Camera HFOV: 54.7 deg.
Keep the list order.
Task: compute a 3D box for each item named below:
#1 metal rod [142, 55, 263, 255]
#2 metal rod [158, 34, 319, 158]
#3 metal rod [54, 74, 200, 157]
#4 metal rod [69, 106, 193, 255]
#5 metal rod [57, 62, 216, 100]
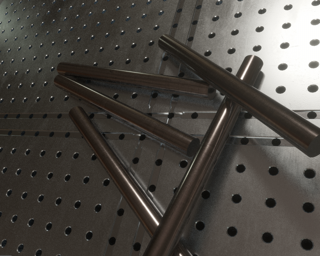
[{"bbox_3d":[0.049,0.035,0.340,0.025,0.025,0.300,15,63,34],"label":"metal rod"},{"bbox_3d":[0.070,-0.060,0.371,0.025,0.025,0.300,-40,40,1],"label":"metal rod"},{"bbox_3d":[-0.068,-0.030,0.460,0.300,0.025,0.025,26,76,36],"label":"metal rod"},{"bbox_3d":[-0.050,0.060,0.396,0.025,0.025,0.300,-43,51,-2],"label":"metal rod"},{"bbox_3d":[-0.055,-0.078,0.482,0.300,0.025,0.025,14,69,33],"label":"metal rod"}]
